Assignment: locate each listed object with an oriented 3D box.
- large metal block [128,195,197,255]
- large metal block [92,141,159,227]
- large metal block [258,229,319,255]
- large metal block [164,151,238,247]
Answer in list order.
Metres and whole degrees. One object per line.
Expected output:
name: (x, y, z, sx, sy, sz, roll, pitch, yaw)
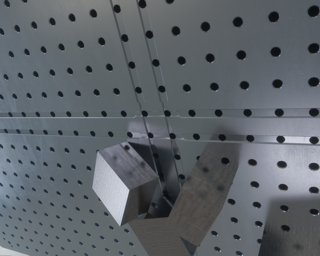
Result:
large metal block: (0.008, 0.156, 0.488, 0.080, 0.050, 0.080, -16, 110, 34)
large metal block: (-0.053, 0.080, 0.454, 0.080, 0.050, 0.079, 44, 134, 32)
large metal block: (0.173, 0.175, 0.393, 0.080, 0.080, 0.050, -12, 112, 33)
large metal block: (0.054, 0.090, 0.404, 0.050, 0.080, 0.079, 27, 128, 11)
